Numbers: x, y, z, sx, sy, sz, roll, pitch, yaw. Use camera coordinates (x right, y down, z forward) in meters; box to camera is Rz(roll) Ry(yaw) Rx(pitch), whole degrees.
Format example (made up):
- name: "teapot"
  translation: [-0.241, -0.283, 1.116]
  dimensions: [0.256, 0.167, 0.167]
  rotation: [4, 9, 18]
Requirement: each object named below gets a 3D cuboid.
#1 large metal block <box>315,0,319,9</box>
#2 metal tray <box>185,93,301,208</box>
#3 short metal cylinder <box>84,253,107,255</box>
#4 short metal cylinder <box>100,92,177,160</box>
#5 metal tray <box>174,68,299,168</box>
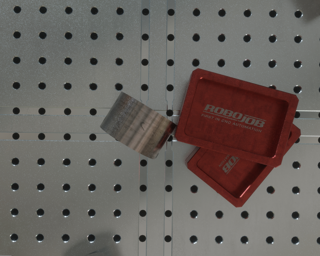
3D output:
- name: "large metal block"
  translation: [0.240, -0.212, 0.403]
  dimensions: [0.080, 0.050, 0.080]
  rotation: [-30, 90, 0]
- name: "metal tray"
  translation: [0.108, 0.027, 0.411]
  dimensions: [0.090, 0.030, 0.130]
  rotation: [39, 90, 0]
- name: "short metal cylinder"
  translation: [-0.097, 0.199, 0.385]
  dimensions: [0.080, 0.080, 0.050]
  rotation: [-19, 90, 0]
- name: "short metal cylinder"
  translation: [-0.027, -0.003, 0.386]
  dimensions: [0.080, 0.080, 0.050]
  rotation: [32, 90, 0]
- name: "metal tray"
  translation: [0.091, -0.012, 0.380]
  dimensions: [0.131, 0.030, 0.090]
  rotation: [15, 90, 0]
